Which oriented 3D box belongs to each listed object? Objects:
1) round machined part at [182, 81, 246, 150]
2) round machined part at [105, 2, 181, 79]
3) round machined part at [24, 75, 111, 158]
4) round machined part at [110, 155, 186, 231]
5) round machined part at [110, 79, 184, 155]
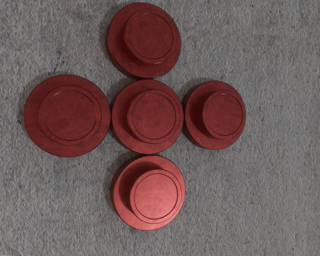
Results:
[{"bbox_3d":[0.079,-0.018,0.432,0.099,0.042,0.097,0,90,-21],"label":"round machined part"},{"bbox_3d":[-0.017,-0.112,0.396,0.099,0.042,0.097,0,90,-21],"label":"round machined part"},{"bbox_3d":[-0.106,-0.014,0.363,0.099,0.042,0.097,0,90,-21],"label":"round machined part"},{"bbox_3d":[-0.011,0.084,0.398,0.099,0.042,0.097,0,90,-21],"label":"round machined part"},{"bbox_3d":[-0.013,-0.014,0.397,0.099,0.042,0.097,0,90,-21],"label":"round machined part"}]
